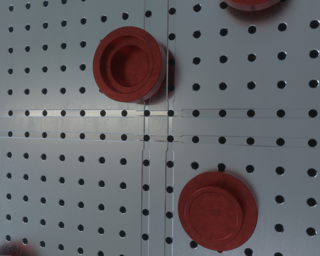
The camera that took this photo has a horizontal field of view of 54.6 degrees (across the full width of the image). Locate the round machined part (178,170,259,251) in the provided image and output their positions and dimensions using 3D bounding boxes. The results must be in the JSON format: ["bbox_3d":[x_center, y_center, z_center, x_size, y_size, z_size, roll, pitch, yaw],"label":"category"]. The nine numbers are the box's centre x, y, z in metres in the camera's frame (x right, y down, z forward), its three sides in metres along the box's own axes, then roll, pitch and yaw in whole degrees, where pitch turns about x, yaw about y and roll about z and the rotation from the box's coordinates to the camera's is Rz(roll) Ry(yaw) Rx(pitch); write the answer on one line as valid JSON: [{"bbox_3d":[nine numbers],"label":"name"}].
[{"bbox_3d":[0.069,0.102,0.380,0.098,0.042,0.097,0,90,20],"label":"round machined part"}]

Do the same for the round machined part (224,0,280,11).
[{"bbox_3d":[0.112,-0.186,0.364,0.098,0.042,0.097,0,90,20],"label":"round machined part"}]

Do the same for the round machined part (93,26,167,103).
[{"bbox_3d":[-0.037,-0.082,0.417,0.098,0.042,0.097,0,90,20],"label":"round machined part"}]
